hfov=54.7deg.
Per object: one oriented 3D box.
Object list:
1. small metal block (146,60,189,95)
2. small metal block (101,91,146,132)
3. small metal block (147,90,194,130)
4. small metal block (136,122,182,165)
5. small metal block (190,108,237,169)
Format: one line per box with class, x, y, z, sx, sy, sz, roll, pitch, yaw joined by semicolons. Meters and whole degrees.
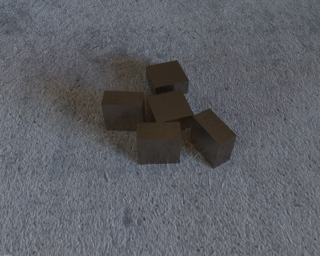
small metal block;0.010;-0.072;0.464;0.050;0.025;0.050;-14;51;-11
small metal block;-0.046;-0.021;0.404;0.050;0.050;0.025;2;50;2
small metal block;0.013;-0.022;0.421;0.050;0.025;0.050;-13;51;-11
small metal block;-0.001;0.019;0.371;0.050;0.050;0.025;-2;50;-2
small metal block;0.063;0.013;0.376;0.025;0.050;0.050;-26;55;-20
